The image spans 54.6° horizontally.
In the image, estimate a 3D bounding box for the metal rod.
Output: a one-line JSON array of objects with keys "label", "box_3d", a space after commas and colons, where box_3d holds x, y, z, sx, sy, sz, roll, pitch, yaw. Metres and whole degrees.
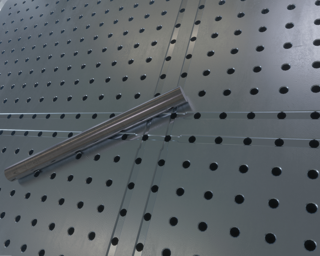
[{"label": "metal rod", "box_3d": [-0.102, 0.013, 0.454, 0.300, 0.025, 0.025, -24, 53, 13]}]
